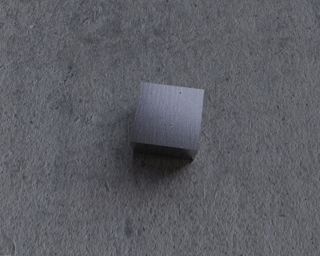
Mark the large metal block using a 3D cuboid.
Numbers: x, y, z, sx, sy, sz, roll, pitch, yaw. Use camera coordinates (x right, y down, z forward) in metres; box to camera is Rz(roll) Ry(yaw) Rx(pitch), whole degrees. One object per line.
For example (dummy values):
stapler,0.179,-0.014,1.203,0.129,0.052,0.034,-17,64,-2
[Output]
large metal block,0.010,-0.008,0.399,0.080,0.050,0.080,7,70,2
